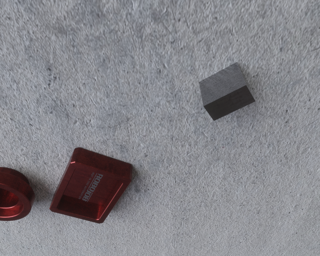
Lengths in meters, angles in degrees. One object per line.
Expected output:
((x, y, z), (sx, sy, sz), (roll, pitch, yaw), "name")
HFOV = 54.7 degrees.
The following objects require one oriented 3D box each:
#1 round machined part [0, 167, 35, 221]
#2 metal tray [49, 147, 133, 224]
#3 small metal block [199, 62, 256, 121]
((-0.243, 0.098, 0.477), (0.099, 0.042, 0.097), (0, 130, 0), "round machined part")
((-0.109, 0.094, 0.482), (0.091, 0.030, 0.129), (21, 127, -17), "metal tray")
((0.075, -0.042, 0.356), (0.050, 0.050, 0.025), (-27, 125, 20), "small metal block")
